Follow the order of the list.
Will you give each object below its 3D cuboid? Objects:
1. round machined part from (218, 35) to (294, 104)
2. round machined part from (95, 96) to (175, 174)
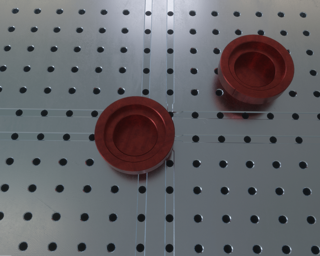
[{"bbox_3d":[0.129,-0.077,0.432,0.099,0.042,0.098,0,70,0],"label":"round machined part"},{"bbox_3d":[-0.031,0.012,0.398,0.099,0.042,0.098,0,70,0],"label":"round machined part"}]
